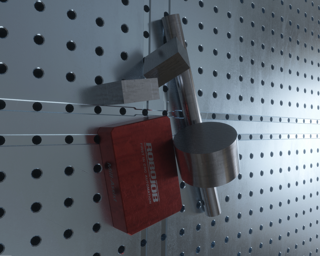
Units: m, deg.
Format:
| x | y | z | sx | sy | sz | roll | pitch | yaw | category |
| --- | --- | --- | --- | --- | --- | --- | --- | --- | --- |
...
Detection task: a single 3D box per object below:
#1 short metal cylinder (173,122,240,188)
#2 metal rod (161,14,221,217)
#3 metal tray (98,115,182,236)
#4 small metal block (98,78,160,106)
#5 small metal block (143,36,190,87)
| x | y | z | sx | sy | sz | roll | pitch | yaw | category |
| --- | --- | --- | --- | --- | --- | --- | --- | --- | --- |
| 0.061 | 0.032 | 0.401 | 0.081 | 0.080 | 0.050 | -33 | 123 | -36 | short metal cylinder |
| 0.048 | -0.010 | 0.451 | 0.025 | 0.025 | 0.298 | -23 | 105 | -38 | metal rod |
| -0.022 | 0.055 | 0.390 | 0.091 | 0.030 | 0.129 | -14 | 99 | -39 | metal tray |
| -0.037 | -0.042 | 0.364 | 0.050 | 0.050 | 0.025 | -12 | 98 | -40 | small metal block |
| 0.008 | -0.082 | 0.388 | 0.025 | 0.050 | 0.050 | 48 | 23 | -30 | small metal block |
